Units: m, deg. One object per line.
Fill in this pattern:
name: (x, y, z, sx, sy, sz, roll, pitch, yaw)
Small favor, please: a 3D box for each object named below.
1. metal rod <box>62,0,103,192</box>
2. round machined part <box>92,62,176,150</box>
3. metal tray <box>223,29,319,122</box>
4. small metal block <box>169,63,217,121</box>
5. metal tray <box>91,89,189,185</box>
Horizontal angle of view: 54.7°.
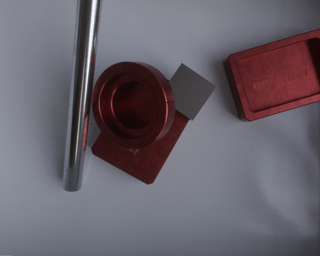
metal rod: (-0.088, -0.055, 0.350, 0.025, 0.025, 0.298, 12, 114, -1)
round machined part: (-0.026, -0.027, 0.359, 0.098, 0.042, 0.097, 6, 103, 26)
metal tray: (0.160, -0.068, 0.410, 0.131, 0.030, 0.090, -16, 90, -1)
small metal block: (0.033, -0.043, 0.381, 0.050, 0.025, 0.050, 35, 89, -1)
metal tray: (-0.019, -0.003, 0.409, 0.090, 0.030, 0.130, 30, 90, -1)
